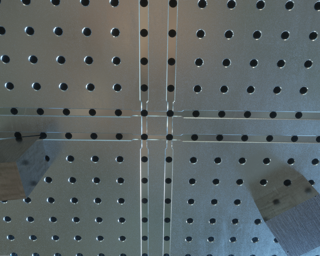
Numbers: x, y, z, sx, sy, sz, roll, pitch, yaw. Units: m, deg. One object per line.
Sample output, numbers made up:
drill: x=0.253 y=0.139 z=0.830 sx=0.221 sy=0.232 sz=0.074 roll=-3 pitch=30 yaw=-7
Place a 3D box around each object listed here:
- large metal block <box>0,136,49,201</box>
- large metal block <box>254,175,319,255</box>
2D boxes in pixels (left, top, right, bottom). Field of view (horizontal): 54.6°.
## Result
large metal block: x=-0.202 y=0.051 z=0.401 sx=0.080 sy=0.080 sz=0.050 roll=-5 pitch=110 yaw=2
large metal block: x=0.198 y=0.129 z=0.449 sx=0.080 sy=0.050 sz=0.080 roll=-32 pitch=107 yaw=11
